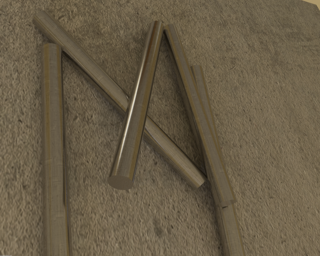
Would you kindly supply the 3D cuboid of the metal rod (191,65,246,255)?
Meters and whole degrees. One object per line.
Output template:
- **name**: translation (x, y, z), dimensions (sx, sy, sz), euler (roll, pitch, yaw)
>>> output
- **metal rod**: translation (0.072, 0.039, 0.420), dimensions (0.025, 0.025, 0.299), euler (7, 59, -25)

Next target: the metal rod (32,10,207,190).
- **metal rod**: translation (-0.053, -0.038, 0.399), dimensions (0.300, 0.025, 0.025), euler (46, 51, 3)

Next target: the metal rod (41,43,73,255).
- **metal rod**: translation (-0.110, 0.033, 0.324), dimensions (0.025, 0.025, 0.299), euler (3, 60, -27)

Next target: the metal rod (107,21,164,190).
- **metal rod**: translation (-0.022, -0.055, 0.399), dimensions (0.025, 0.025, 0.300), euler (23, 44, -15)

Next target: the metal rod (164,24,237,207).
- **metal rod**: translation (0.047, -0.037, 0.438), dimensions (0.025, 0.025, 0.299), euler (3, 56, -27)
